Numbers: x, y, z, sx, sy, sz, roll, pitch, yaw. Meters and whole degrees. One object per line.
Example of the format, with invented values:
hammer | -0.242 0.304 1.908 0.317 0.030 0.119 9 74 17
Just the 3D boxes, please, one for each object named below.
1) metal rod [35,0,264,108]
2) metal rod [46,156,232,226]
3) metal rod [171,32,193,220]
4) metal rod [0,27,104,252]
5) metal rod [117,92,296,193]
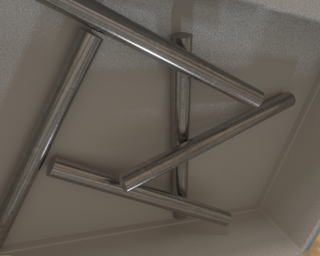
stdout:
metal rod | 0.001 -0.084 0.332 0.302 0.025 0.025 21 107 -28
metal rod | -0.010 0.098 0.442 0.302 0.025 0.025 24 105 -30
metal rod | 0.029 0.018 0.437 0.025 0.025 0.298 -15 125 -20
metal rod | -0.141 0.029 0.350 0.025 0.025 0.298 20 108 -36
metal rod | 0.081 0.011 0.435 0.302 0.025 0.025 -24 128 -24
